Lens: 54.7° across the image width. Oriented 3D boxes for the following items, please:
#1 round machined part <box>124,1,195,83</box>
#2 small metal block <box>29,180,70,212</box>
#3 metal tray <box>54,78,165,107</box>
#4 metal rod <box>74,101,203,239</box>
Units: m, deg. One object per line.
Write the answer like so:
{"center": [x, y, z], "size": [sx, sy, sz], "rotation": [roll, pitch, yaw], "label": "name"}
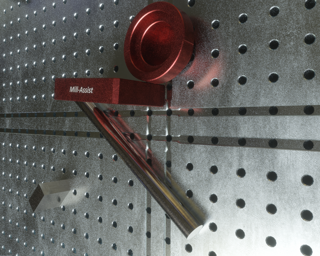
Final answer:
{"center": [0.003, -0.104, 0.393], "size": [0.098, 0.042, 0.097], "rotation": [-4, 83, 40], "label": "round machined part"}
{"center": [-0.199, 0.122, 0.558], "size": [0.025, 0.050, 0.050], "rotation": [52, 121, 27], "label": "small metal block"}
{"center": [-0.071, -0.049, 0.425], "size": [0.130, 0.091, 0.030], "rotation": [7, 95, 39], "label": "metal tray"}
{"center": [-0.049, 0.034, 0.449], "size": [0.300, 0.025, 0.025], "rotation": [45, 117, 30], "label": "metal rod"}
